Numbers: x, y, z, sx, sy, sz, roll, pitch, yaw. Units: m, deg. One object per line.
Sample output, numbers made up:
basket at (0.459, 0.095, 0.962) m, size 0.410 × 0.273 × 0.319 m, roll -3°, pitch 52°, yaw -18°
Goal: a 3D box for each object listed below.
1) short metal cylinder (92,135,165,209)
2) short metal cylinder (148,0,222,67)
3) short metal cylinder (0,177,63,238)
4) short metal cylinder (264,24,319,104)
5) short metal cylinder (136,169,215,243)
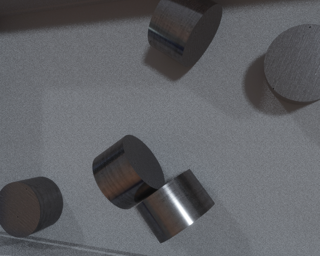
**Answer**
short metal cylinder at (-0.039, 0.055, 0.395) m, size 0.050 × 0.080 × 0.080 m, roll -36°, pitch 79°, yaw 17°
short metal cylinder at (0.030, -0.121, 0.370) m, size 0.050 × 0.080 × 0.080 m, roll 35°, pitch 101°, yaw 16°
short metal cylinder at (-0.195, 0.117, 0.466) m, size 0.080 × 0.050 × 0.080 m, roll 0°, pitch 90°, yaw 20°
short metal cylinder at (0.158, -0.067, 0.341) m, size 0.080 × 0.050 × 0.080 m, roll 0°, pitch 90°, yaw 20°
short metal cylinder at (0.019, 0.093, 0.375) m, size 0.080 × 0.080 × 0.050 m, roll -39°, pitch 78°, yaw 16°
